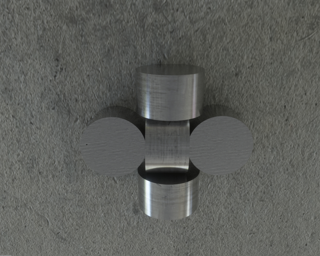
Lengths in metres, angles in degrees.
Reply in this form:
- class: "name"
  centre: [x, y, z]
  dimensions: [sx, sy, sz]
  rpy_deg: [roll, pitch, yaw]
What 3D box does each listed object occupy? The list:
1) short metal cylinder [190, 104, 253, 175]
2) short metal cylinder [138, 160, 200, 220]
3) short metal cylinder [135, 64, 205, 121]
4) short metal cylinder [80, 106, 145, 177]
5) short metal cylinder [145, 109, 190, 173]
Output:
- class: "short metal cylinder"
  centre: [0.074, 0.014, 0.403]
  dimensions: [0.081, 0.050, 0.079]
  rpy_deg: [0, 111, 0]
- class: "short metal cylinder"
  centre: [0.011, 0.077, 0.411]
  dimensions: [0.081, 0.080, 0.050]
  rpy_deg: [0, 110, 0]
- class: "short metal cylinder"
  centre: [0.012, -0.045, 0.366]
  dimensions: [0.081, 0.080, 0.050]
  rpy_deg: [0, 110, 0]
- class: "short metal cylinder"
  centre: [-0.058, 0.016, 0.403]
  dimensions: [0.081, 0.050, 0.079]
  rpy_deg: [0, 110, -1]
- class: "short metal cylinder"
  centre: [0.008, 0.016, 0.388]
  dimensions: [0.050, 0.080, 0.079]
  rpy_deg: [1, 110, 0]
